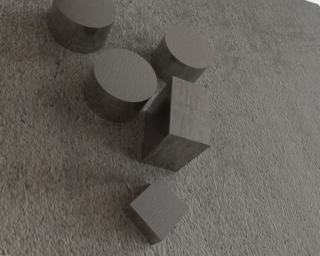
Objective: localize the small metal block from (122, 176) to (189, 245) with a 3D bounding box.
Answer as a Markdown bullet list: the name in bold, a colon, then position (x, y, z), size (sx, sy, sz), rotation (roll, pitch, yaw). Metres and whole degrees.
- **small metal block**: position (-0.004, 0.092, 0.345), size (0.050, 0.025, 0.050), rotation (48, 51, 5)

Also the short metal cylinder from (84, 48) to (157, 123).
- **short metal cylinder**: position (-0.051, -0.053, 0.393), size (0.081, 0.050, 0.080), rotation (14, 56, -21)

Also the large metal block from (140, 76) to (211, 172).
- **large metal block**: position (0.018, -0.002, 0.380), size (0.050, 0.080, 0.080), rotation (17, 55, -19)

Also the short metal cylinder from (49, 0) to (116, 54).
- **short metal cylinder**: position (-0.106, -0.149, 0.422), size (0.081, 0.050, 0.080), rotation (14, 56, -21)

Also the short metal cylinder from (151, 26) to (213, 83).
- **short metal cylinder**: position (0.033, -0.107, 0.471), size (0.081, 0.050, 0.080), rotation (14, 56, -21)
